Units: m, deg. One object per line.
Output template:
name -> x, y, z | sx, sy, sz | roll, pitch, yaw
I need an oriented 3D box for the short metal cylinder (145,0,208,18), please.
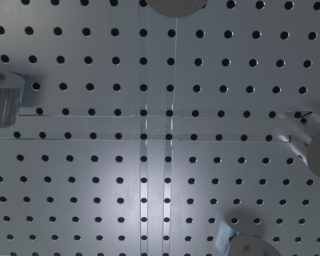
short metal cylinder -> 0.017, -0.163, 0.340 | 0.081, 0.050, 0.079 | 0, 110, 0

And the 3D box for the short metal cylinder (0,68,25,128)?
short metal cylinder -> -0.208, -0.039, 0.368 | 0.080, 0.080, 0.050 | 17, 109, -7

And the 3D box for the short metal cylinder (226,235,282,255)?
short metal cylinder -> 0.137, 0.207, 0.461 | 0.081, 0.080, 0.050 | 11, 110, -4

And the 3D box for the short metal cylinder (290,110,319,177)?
short metal cylinder -> 0.223, 0.021, 0.410 | 0.081, 0.050, 0.079 | 0, 110, 0
